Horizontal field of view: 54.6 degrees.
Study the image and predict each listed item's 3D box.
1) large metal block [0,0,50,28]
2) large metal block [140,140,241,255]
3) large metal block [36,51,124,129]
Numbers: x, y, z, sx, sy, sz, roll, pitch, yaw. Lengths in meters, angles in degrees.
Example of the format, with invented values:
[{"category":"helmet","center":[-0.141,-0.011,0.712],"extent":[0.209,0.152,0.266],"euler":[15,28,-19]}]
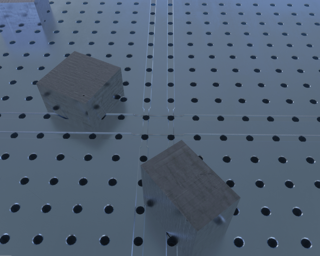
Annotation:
[{"category":"large metal block","center":[-0.263,-0.234,0.587],"extent":[0.080,0.050,0.080],"euler":[-2,50,-2]},{"category":"large metal block","center":[0.026,0.073,0.311],"extent":[0.050,0.080,0.080],"euler":[-30,56,-23]},{"category":"large metal block","center":[-0.109,-0.055,0.438],"extent":[0.080,0.050,0.080],"euler":[23,54,18]}]
